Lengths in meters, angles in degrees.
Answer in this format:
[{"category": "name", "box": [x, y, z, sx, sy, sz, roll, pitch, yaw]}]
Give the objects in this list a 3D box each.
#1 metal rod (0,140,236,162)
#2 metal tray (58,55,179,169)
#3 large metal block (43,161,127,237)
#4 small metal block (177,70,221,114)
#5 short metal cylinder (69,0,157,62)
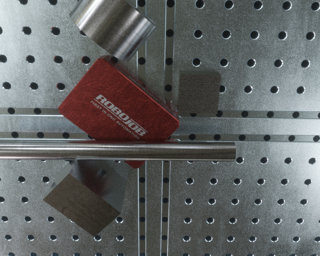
[{"category": "metal rod", "box": [-0.057, 0.029, 0.390, 0.302, 0.025, 0.025, 1, 110, -1]}, {"category": "metal tray", "box": [-0.051, -0.019, 0.403, 0.130, 0.030, 0.090, 39, 105, -14]}, {"category": "large metal block", "box": [-0.094, 0.081, 0.413, 0.080, 0.080, 0.050, 42, 105, -14]}, {"category": "small metal block", "box": [0.049, -0.046, 0.397, 0.050, 0.025, 0.050, 2, 110, -1]}, {"category": "short metal cylinder", "box": [-0.050, -0.118, 0.340, 0.080, 0.080, 0.050, 39, 105, -13]}]
